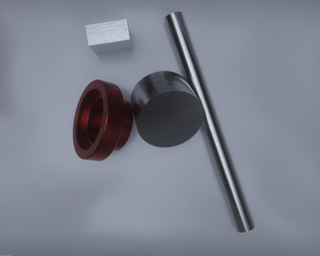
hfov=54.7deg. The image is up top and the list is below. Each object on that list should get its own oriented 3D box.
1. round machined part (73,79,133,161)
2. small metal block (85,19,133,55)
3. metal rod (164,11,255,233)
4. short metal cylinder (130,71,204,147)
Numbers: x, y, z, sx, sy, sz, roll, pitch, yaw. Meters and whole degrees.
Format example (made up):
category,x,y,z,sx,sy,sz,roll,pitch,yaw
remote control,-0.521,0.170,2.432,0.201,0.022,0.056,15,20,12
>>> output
category,x,y,z,sx,sy,sz,roll,pitch,yaw
round machined part,-0.069,-0.008,0.384,0.042,0.098,0.097,12,90,-35
small metal block,-0.063,-0.115,0.398,0.050,0.050,0.025,-9,90,0
metal rod,0.066,-0.008,0.412,0.025,0.025,0.298,-19,90,0
short metal cylinder,0.007,-0.023,0.380,0.081,0.050,0.079,-8,127,-10
